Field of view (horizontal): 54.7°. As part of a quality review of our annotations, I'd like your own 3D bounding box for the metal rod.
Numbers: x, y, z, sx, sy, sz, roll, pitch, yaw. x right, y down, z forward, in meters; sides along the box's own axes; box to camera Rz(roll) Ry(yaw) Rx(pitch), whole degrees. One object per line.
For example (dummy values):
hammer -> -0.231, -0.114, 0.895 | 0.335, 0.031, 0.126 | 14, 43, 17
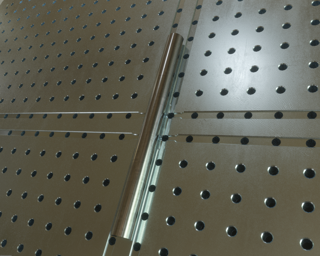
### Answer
metal rod -> -0.010, -0.007, 0.416 | 0.025, 0.025, 0.300 | 1, 62, 28
